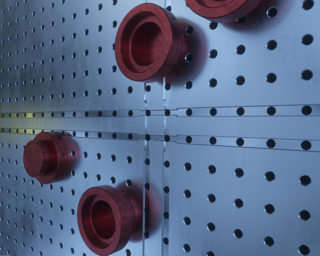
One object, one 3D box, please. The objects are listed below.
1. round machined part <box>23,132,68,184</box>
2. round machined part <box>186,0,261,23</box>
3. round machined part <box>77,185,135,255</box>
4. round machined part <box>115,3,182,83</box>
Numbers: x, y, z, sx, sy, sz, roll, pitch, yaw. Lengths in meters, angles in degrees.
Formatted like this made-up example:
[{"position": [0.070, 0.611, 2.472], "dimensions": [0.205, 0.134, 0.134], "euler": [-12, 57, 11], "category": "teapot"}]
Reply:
[{"position": [-0.217, 0.056, 0.574], "dimensions": [0.098, 0.042, 0.097], "euler": [0, 90, 39], "category": "round machined part"}, {"position": [0.076, -0.163, 0.335], "dimensions": [0.098, 0.042, 0.097], "euler": [0, 90, 39], "category": "round machined part"}, {"position": [-0.076, 0.133, 0.458], "dimensions": [0.098, 0.042, 0.097], "euler": [0, 90, 39], "category": "round machined part"}, {"position": [-0.011, -0.108, 0.405], "dimensions": [0.098, 0.042, 0.097], "euler": [0, 90, 39], "category": "round machined part"}]
